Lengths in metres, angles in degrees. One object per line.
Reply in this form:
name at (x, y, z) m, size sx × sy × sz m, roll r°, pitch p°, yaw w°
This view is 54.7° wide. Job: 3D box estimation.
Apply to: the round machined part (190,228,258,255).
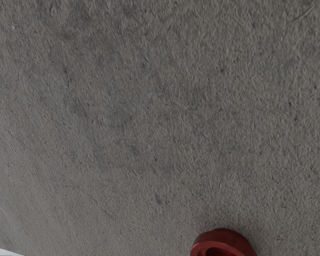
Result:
round machined part at (0.098, 0.189, 0.461) m, size 0.098 × 0.042 × 0.097 m, roll 13°, pitch 124°, yaw 21°
